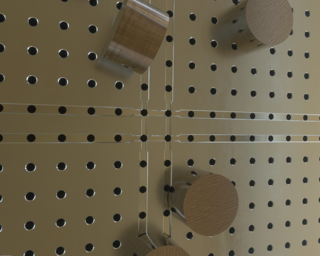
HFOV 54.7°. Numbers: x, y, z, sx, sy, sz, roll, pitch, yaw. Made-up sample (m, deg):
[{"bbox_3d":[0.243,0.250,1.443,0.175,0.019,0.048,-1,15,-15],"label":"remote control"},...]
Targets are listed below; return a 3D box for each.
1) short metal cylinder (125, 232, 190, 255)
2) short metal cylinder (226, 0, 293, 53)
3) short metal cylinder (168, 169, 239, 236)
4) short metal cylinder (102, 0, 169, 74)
[{"bbox_3d":[-0.002,0.182,0.399,0.081,0.050,0.079,0,90,-20],"label":"short metal cylinder"},{"bbox_3d":[0.144,-0.155,0.452,0.081,0.050,0.079,0,90,-20],"label":"short metal cylinder"},{"bbox_3d":[0.058,0.099,0.421,0.081,0.050,0.079,0,90,-20],"label":"short metal cylinder"},{"bbox_3d":[-0.031,-0.111,0.372,0.050,0.080,0.080,22,83,-19],"label":"short metal cylinder"}]
